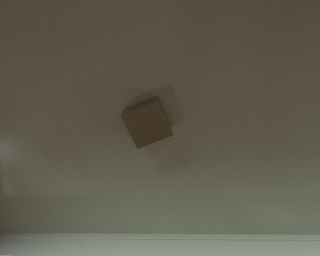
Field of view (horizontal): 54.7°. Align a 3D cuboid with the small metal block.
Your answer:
[{"bbox_3d":[-0.016,-0.007,0.405,0.050,0.025,0.050,-22,109,7],"label":"small metal block"}]
